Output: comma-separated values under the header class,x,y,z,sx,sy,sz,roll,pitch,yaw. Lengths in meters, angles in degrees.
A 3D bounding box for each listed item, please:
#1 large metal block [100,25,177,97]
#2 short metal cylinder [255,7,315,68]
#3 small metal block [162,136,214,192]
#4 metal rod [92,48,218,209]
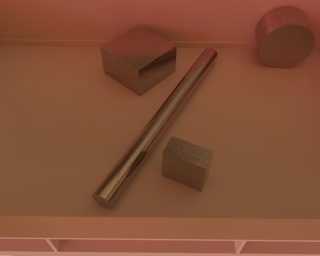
class,x,y,z,sx,sy,sz,roll,pitch,yaw
large metal block,-0.032,-0.105,0.477,0.080,0.050,0.080,35,58,25
short metal cylinder,0.196,-0.142,0.491,0.080,0.080,0.050,3,50,2
small metal block,0.031,0.041,0.354,0.050,0.050,0.025,20,53,15
metal rod,0.010,-0.020,0.422,0.025,0.025,0.301,23,54,18
